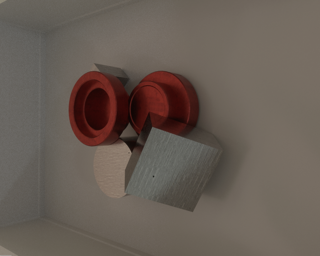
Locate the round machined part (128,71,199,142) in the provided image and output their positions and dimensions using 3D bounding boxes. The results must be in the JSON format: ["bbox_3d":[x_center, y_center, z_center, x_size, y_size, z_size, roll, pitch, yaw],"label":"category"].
[{"bbox_3d":[-0.003,-0.024,0.392,0.098,0.042,0.097,0,90,39],"label":"round machined part"}]

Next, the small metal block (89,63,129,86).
[{"bbox_3d":[-0.082,-0.064,0.453,0.025,0.050,0.050,52,120,27],"label":"small metal block"}]

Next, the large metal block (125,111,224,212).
[{"bbox_3d":[0.012,0.038,0.348,0.050,0.080,0.079,-106,37,-68],"label":"large metal block"}]

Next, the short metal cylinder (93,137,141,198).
[{"bbox_3d":[-0.045,0.051,0.424,0.080,0.050,0.079,0,90,39],"label":"short metal cylinder"}]

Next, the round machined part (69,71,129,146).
[{"bbox_3d":[-0.076,-0.025,0.416,0.098,0.042,0.097,0,90,39],"label":"round machined part"}]
